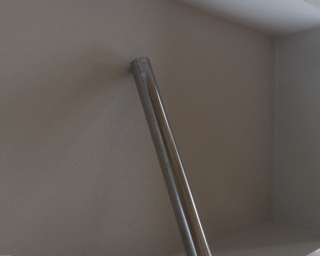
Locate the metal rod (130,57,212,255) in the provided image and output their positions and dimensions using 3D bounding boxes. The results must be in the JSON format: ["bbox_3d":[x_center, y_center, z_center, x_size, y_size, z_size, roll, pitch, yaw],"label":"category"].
[{"bbox_3d":[0.017,0.054,0.340,0.025,0.025,0.299,-1,66,-40],"label":"metal rod"}]
